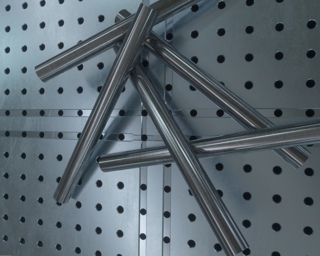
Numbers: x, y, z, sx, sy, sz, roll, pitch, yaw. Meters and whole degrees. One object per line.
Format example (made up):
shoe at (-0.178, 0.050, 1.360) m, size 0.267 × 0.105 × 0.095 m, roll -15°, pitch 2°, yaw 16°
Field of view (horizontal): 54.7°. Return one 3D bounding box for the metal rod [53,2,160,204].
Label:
metal rod at (-0.079, -0.019, 0.414) m, size 0.025 × 0.025 × 0.298 m, roll 35°, pitch 110°, yaw 16°

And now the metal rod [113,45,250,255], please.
metal rod at (0.012, 0.005, 0.371) m, size 0.025 × 0.025 × 0.299 m, roll -36°, pitch 65°, yaw 16°

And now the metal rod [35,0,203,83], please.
metal rod at (-0.024, -0.136, 0.394) m, size 0.301 × 0.025 × 0.025 m, roll -25°, pitch 82°, yaw 8°

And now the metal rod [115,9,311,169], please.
metal rod at (0.055, -0.058, 0.392) m, size 0.300 × 0.025 × 0.025 m, roll 41°, pitch 103°, yaw 15°

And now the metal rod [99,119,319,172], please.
metal rod at (0.054, 0.025, 0.374) m, size 0.300 × 0.025 × 0.025 m, roll -11°, pitch 87°, yaw 26°
